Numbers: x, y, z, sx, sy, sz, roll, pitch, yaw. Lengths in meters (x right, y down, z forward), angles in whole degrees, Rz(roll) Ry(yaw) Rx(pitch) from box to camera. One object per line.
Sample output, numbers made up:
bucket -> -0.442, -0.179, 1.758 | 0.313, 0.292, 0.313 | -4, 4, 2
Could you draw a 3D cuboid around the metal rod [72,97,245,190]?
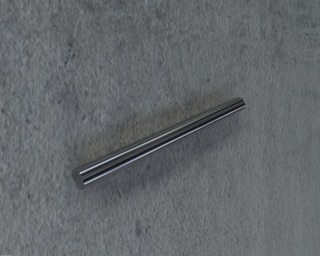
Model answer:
metal rod -> 0.022, 0.008, 0.425 | 0.302, 0.025, 0.025 | -23, 105, -38
